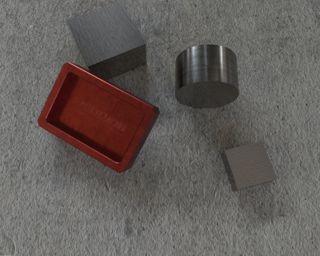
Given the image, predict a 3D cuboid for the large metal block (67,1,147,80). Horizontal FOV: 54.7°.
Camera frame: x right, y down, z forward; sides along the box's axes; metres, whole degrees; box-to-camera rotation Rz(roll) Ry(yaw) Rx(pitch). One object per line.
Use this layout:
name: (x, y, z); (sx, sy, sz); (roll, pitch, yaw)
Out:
large metal block: (-0.073, -0.120, 0.438); (0.080, 0.050, 0.080); (-24, 72, -9)

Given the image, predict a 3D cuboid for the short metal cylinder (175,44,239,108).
short metal cylinder: (0.060, -0.064, 0.403); (0.081, 0.080, 0.050); (1, 70, 0)

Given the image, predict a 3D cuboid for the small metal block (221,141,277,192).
small metal block: (0.111, 0.049, 0.392); (0.050, 0.025, 0.050); (-13, 71, -5)

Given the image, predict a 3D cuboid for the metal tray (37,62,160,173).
metal tray: (-0.078, -0.014, 0.390); (0.130, 0.030, 0.090); (29, 98, 9)
